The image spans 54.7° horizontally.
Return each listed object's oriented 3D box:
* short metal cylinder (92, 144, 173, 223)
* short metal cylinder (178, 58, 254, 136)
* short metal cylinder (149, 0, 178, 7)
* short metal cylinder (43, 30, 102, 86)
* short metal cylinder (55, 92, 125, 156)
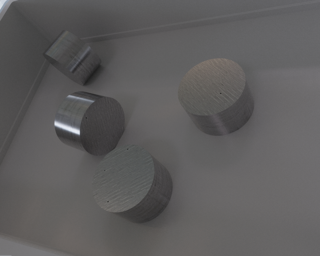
[{"bbox_3d":[-0.032,0.066,0.366,0.080,0.050,0.080,-13,56,21],"label":"short metal cylinder"},{"bbox_3d":[0.069,-0.037,0.377,0.080,0.050,0.080,-13,56,21],"label":"short metal cylinder"},{"bbox_3d":[0.006,-0.264,0.551,0.080,0.050,0.080,-13,56,21],"label":"short metal cylinder"},{"bbox_3d":[-0.146,-0.116,0.519,0.080,0.080,0.050,28,77,37],"label":"short metal cylinder"},{"bbox_3d":[-0.094,-0.007,0.425,0.050,0.080,0.080,15,69,34],"label":"short metal cylinder"}]
